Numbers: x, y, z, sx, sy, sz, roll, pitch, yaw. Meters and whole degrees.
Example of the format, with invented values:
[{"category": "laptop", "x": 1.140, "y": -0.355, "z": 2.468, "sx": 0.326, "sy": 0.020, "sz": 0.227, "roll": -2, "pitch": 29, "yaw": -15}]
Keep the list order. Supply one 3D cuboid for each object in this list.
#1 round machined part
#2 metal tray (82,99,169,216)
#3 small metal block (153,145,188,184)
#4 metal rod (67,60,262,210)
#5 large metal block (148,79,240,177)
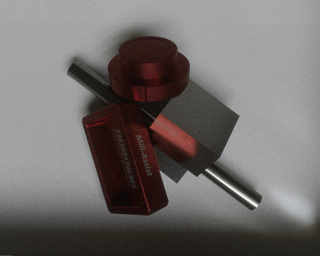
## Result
[{"category": "round machined part", "x": -0.013, "y": -0.077, "z": 0.371, "sx": 0.099, "sy": 0.098, "sz": 0.042, "roll": -2, "pitch": 131, "yaw": -1}, {"category": "metal tray", "x": -0.046, "y": 0.038, "z": 0.378, "sx": 0.030, "sy": 0.090, "sz": 0.129, "roll": -17, "pitch": 90, "yaw": -41}, {"category": "small metal block", "x": 0.008, "y": 0.042, "z": 0.397, "sx": 0.050, "sy": 0.050, "sz": 0.025, "roll": 38, "pitch": 90, "yaw": -1}, {"category": "metal rod", "x": 0.007, "y": 0.010, "z": 0.410, "sx": 0.301, "sy": 0.025, "sz": 0.025, "roll": 37, "pitch": 90, "yaw": -1}, {"category": "large metal block", "x": 0.040, "y": -0.002, "z": 0.378, "sx": 0.080, "sy": 0.050, "sz": 0.080, "roll": 37, "pitch": 47, "yaw": 0}]
